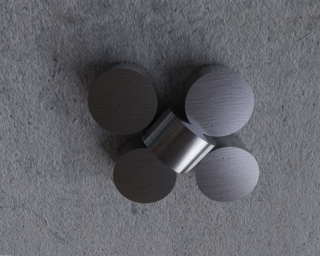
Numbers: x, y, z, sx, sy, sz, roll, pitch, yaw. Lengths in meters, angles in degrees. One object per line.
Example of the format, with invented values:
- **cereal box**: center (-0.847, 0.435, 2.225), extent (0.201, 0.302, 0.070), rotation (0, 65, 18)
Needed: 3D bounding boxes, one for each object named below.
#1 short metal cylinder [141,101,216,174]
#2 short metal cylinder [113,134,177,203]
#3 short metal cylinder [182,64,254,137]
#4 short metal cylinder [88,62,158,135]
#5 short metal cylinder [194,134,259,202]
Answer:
- **short metal cylinder**: center (0.023, 0.011, 0.386), extent (0.080, 0.080, 0.050), rotation (38, 106, -13)
- **short metal cylinder**: center (-0.019, 0.053, 0.416), extent (0.081, 0.050, 0.079), rotation (0, 110, -1)
- **short metal cylinder**: center (0.069, -0.035, 0.384), extent (0.081, 0.050, 0.079), rotation (0, 110, -1)
- **short metal cylinder**: center (-0.043, -0.038, 0.382), extent (0.081, 0.050, 0.079), rotation (0, 110, -1)
- **short metal cylinder**: center (0.086, 0.052, 0.417), extent (0.081, 0.050, 0.079), rotation (0, 110, -1)
